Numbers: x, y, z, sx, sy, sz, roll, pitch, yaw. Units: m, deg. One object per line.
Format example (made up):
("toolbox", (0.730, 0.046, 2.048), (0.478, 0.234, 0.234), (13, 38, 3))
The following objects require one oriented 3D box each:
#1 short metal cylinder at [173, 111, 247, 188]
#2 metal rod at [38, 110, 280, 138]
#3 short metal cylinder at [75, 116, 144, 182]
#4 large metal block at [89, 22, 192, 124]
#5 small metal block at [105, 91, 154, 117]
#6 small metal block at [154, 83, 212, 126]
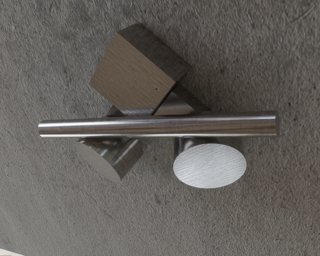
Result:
("short metal cylinder", (0.056, 0.027, 0.361), (0.080, 0.050, 0.080), (1, 135, 2))
("metal rod", (-0.025, -0.001, 0.354), (0.300, 0.025, 0.025), (-1, 118, 28))
("short metal cylinder", (-0.070, 0.030, 0.429), (0.080, 0.050, 0.080), (31, 153, 19))
("large metal block", (-0.024, -0.062, 0.364), (0.080, 0.050, 0.080), (41, 129, 0))
("small metal block", (-0.038, -0.020, 0.416), (0.050, 0.025, 0.050), (40, 128, 1))
("small metal block", (0.026, -0.018, 0.383), (0.050, 0.025, 0.050), (40, 129, 1))
